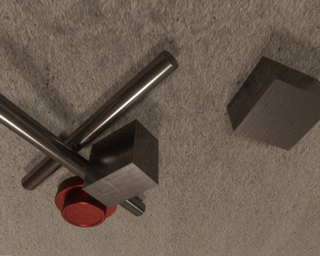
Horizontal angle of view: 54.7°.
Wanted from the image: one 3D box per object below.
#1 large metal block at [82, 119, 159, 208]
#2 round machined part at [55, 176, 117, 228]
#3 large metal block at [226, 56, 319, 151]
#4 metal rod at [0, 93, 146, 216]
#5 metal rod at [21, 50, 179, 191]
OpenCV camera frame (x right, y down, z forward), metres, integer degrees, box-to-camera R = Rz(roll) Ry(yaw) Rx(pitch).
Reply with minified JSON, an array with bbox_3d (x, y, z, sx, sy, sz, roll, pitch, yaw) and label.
[{"bbox_3d":[-0.049,0.047,0.410,0.080,0.080,0.050,-29,125,22],"label":"large metal block"},{"bbox_3d":[-0.120,0.124,0.500,0.099,0.042,0.097,-1,130,0],"label":"round machined part"},{"bbox_3d":[0.139,-0.027,0.370,0.081,0.050,0.079,18,128,-15],"label":"large metal block"},{"bbox_3d":[-0.106,0.054,0.422,0.025,0.025,0.300,-23,136,18],"label":"metal rod"},{"bbox_3d":[-0.095,0.004,0.409,0.299,0.025,0.025,-37,121,27],"label":"metal rod"}]
